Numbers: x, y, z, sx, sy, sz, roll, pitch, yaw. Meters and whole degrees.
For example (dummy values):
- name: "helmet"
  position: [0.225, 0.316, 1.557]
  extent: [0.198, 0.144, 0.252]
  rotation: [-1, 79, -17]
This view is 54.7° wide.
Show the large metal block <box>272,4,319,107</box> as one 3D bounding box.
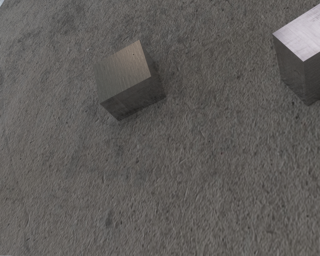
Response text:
- name: "large metal block"
  position: [0.174, -0.081, 0.327]
  extent: [0.080, 0.080, 0.050]
  rotation: [-32, 52, 7]

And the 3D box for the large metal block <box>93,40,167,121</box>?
- name: "large metal block"
  position: [-0.046, -0.069, 0.454]
  extent: [0.080, 0.050, 0.080]
  rotation: [-26, 53, 12]
